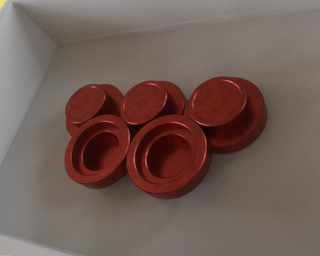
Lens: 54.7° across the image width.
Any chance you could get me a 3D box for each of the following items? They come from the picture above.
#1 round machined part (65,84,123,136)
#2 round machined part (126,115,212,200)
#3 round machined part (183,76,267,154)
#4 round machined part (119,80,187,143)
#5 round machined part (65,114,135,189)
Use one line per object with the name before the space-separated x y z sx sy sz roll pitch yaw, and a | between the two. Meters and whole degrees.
round machined part | -0.100 -0.027 0.460 0.098 0.042 0.098 -13 56 20
round machined part | 0.013 0.036 0.363 0.098 0.042 0.098 -13 56 21
round machined part | 0.072 -0.022 0.367 0.098 0.042 0.098 -14 55 21
round machined part | -0.014 -0.024 0.414 0.098 0.042 0.098 -14 55 21
round machined part | -0.073 0.034 0.410 0.098 0.042 0.098 -13 56 21
